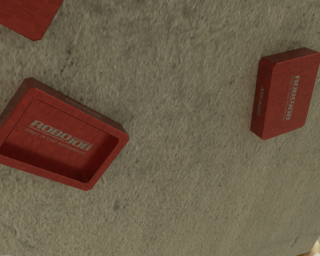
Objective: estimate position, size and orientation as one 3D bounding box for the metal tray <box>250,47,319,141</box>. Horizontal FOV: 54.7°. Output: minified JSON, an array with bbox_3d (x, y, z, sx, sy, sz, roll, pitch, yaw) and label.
[{"bbox_3d":[0.192,-0.051,0.480,0.091,0.030,0.129,-17,125,-19],"label":"metal tray"}]

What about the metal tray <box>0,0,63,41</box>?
[{"bbox_3d":[-0.112,-0.150,0.250,0.090,0.030,0.129,26,104,-38],"label":"metal tray"}]

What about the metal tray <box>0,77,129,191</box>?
[{"bbox_3d":[-0.112,0.013,0.351,0.131,0.030,0.090,30,101,-38],"label":"metal tray"}]
